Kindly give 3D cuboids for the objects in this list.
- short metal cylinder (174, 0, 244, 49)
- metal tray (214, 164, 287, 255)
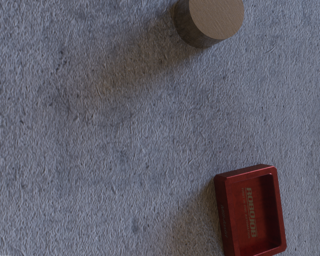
[{"bbox_3d":[0.065,-0.153,0.419,0.081,0.050,0.079,0,90,-20],"label":"short metal cylinder"},{"bbox_3d":[0.133,0.125,0.455,0.091,0.030,0.129,-10,93,-20],"label":"metal tray"}]
